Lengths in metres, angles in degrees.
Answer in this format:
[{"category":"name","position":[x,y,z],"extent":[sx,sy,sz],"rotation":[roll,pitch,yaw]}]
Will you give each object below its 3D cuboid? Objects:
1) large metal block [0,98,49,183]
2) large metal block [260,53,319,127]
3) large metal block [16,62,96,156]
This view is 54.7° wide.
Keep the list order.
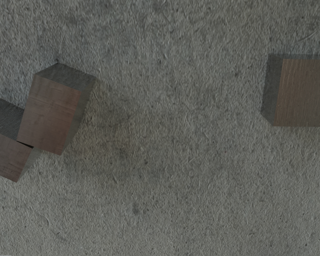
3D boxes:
[{"category":"large metal block","position":[-0.189,0.011,0.383],"extent":[0.080,0.080,0.050],"rotation":[27,108,-10]},{"category":"large metal block","position":[0.176,-0.047,0.380],"extent":[0.081,0.050,0.079],"rotation":[1,110,-1]},{"category":"large metal block","position":[-0.120,-0.026,0.370],"extent":[0.050,0.080,0.079],"rotation":[21,109,-8]}]
